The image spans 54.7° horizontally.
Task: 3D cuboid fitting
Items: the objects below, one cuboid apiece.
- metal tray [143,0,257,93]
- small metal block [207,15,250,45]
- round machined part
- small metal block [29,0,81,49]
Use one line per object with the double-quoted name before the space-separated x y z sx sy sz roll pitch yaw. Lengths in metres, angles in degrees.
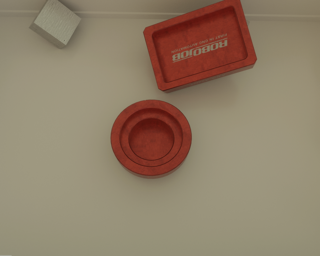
"metal tray" 0.052 -0.107 0.414 0.130 0.030 0.090 -15 87 12
"small metal block" 0.096 -0.141 0.449 0.050 0.050 0.025 32 73 10
"round machined part" -0.011 0.016 0.395 0.099 0.042 0.098 0 70 -1
"small metal block" -0.151 -0.152 0.449 0.050 0.025 0.050 34 68 -32
